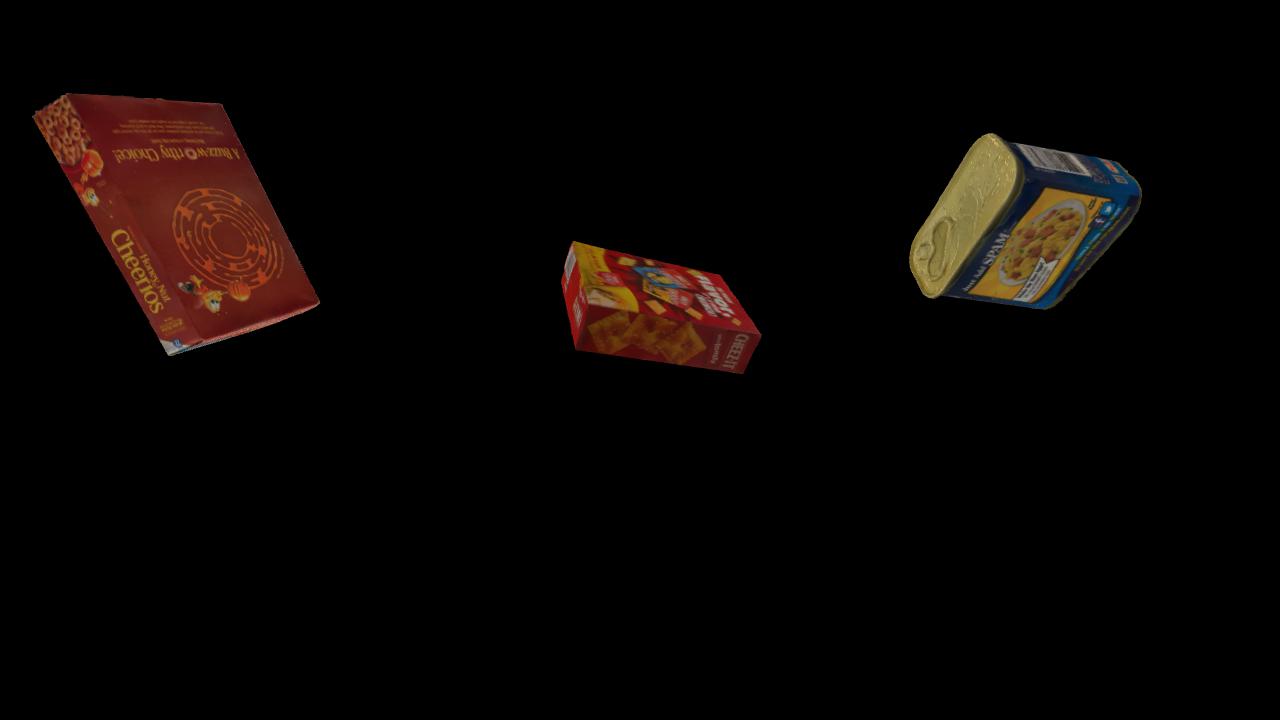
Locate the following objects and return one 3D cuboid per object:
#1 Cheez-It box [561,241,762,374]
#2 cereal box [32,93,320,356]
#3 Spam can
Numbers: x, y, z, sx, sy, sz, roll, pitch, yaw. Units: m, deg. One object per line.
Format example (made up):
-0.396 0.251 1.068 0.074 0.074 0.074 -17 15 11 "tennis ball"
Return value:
0.020 -0.067 0.779 0.223 0.071 0.166 8 32 -20 "Cheez-It box"
-0.583 -0.179 0.807 0.081 0.306 0.203 -15 15 20 "cereal box"
0.237 -0.082 0.387 0.085 0.058 0.101 7 -43 -7 "Spam can"
